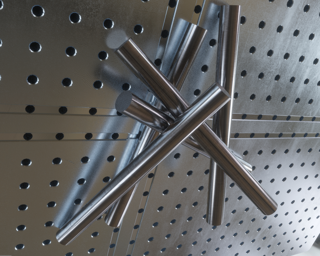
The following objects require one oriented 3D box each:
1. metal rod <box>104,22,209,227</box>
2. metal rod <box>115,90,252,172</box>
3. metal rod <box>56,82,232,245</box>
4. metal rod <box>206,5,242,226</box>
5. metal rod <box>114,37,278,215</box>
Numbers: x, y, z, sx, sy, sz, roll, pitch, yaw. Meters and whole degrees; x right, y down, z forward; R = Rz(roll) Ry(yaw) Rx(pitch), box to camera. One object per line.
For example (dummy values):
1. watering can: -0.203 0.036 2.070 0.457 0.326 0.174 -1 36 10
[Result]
1. metal rod: -0.012 0.009 0.411 0.025 0.025 0.298 11 113 -34
2. metal rod: 0.055 0.022 0.434 0.301 0.025 0.025 28 103 -45
3. metal rod: -0.034 0.056 0.383 0.025 0.025 0.299 29 116 -38
4. metal rod: 0.083 -0.004 0.415 0.025 0.025 0.298 -8 109 -25
5. metal rod: 0.057 0.011 0.387 0.025 0.025 0.300 -43 110 1
